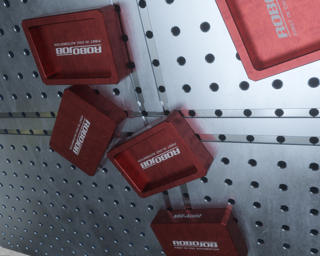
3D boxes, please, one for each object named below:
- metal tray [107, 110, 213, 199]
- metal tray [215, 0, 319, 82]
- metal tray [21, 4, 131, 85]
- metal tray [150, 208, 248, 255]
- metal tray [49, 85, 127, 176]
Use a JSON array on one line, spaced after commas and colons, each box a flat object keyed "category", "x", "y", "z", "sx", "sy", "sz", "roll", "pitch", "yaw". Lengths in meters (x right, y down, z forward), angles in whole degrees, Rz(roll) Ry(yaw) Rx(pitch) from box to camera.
[{"category": "metal tray", "x": -0.004, "y": 0.042, "z": 0.436, "sx": 0.130, "sy": 0.030, "sz": 0.090, "roll": -29, "pitch": 103, "yaw": 37}, {"category": "metal tray", "x": 0.103, "y": -0.117, "z": 0.281, "sx": 0.090, "sy": 0.030, "sz": 0.130, "roll": -17, "pitch": 110, "yaw": 35}, {"category": "metal tray", "x": -0.109, "y": -0.103, "z": 0.402, "sx": 0.130, "sy": 0.030, "sz": 0.090, "roll": 3, "pitch": 120, "yaw": 26}, {"category": "metal tray", "x": 0.059, "y": 0.172, "z": 0.483, "sx": 0.130, "sy": 0.030, "sz": 0.090, "roll": -12, "pitch": 112, "yaw": 33}, {"category": "metal tray", "x": -0.113, "y": 0.005, "z": 0.472, "sx": 0.090, "sy": 0.030, "sz": 0.129, "roll": 35, "pitch": 129, "yaw": 5}]
